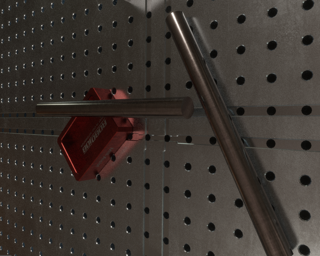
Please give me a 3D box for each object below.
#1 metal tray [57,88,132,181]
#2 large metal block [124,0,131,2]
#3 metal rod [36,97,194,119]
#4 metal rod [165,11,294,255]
[{"bbox_3d":[-0.108,0.011,0.492,0.129,0.030,0.090,-49,62,28],"label":"metal tray"},{"bbox_3d":[-0.047,-0.240,0.429,0.080,0.050,0.080,-30,71,35],"label":"large metal block"},{"bbox_3d":[-0.086,-0.027,0.437,0.300,0.025,0.025,2,92,39],"label":"metal rod"},{"bbox_3d":[0.070,-0.005,0.350,0.025,0.025,0.299,-33,70,35],"label":"metal rod"}]
